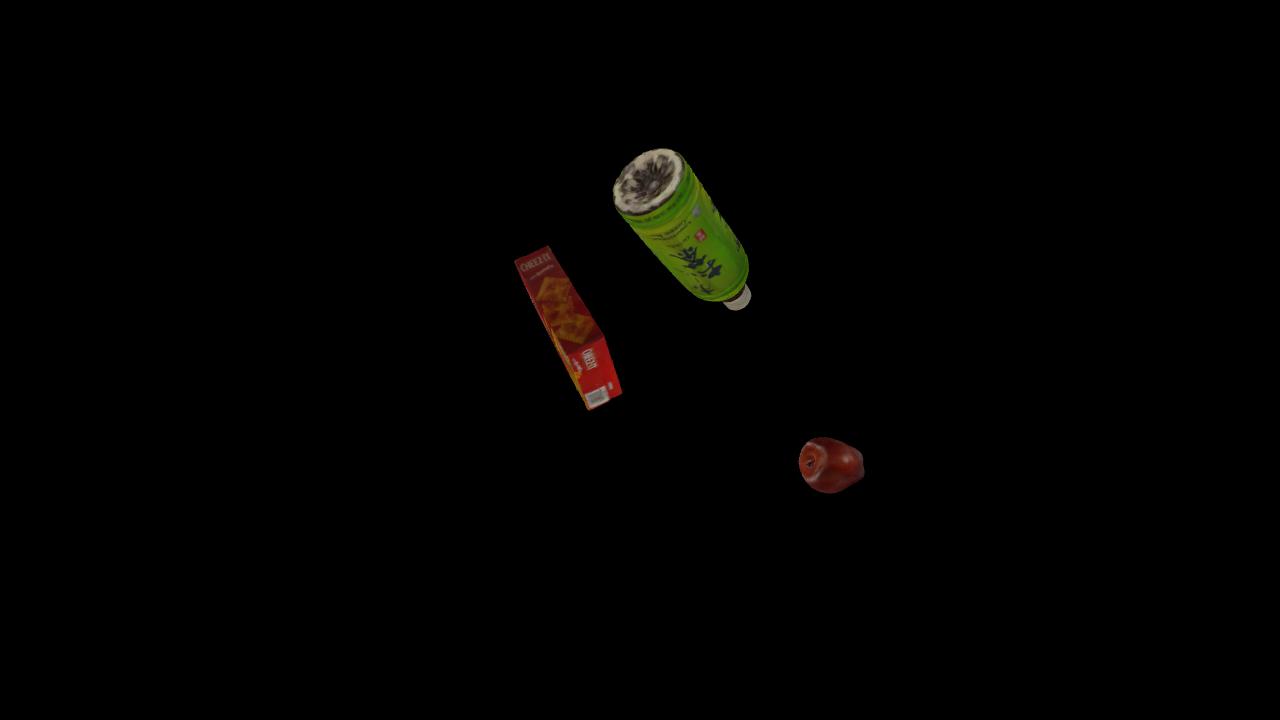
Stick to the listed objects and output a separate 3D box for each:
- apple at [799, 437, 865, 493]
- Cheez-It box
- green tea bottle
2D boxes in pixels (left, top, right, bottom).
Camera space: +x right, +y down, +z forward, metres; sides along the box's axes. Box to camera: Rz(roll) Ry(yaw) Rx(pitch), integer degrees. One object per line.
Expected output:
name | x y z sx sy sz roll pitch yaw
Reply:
apple | 0.273 0.151 0.878 0.093 0.079 0.079 10 -4 -25
Cheez-It box | -0.114 -0.052 0.995 0.071 0.223 0.166 -27 -34 -9
green tea bottle | 0.055 -0.108 0.582 0.073 0.073 0.212 0 -21 31
